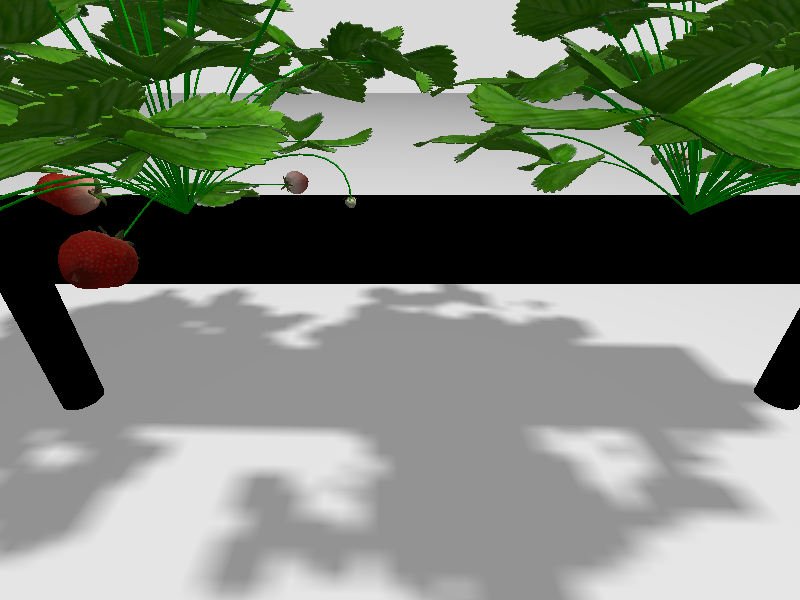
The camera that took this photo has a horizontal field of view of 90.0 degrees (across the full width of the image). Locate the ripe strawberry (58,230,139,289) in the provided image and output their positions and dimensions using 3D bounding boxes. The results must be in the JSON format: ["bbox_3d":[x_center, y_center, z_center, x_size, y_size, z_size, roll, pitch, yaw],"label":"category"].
[{"bbox_3d":[-0.168,-0.021,0.221,0.037,0.032,0.037,-4,30,-7],"label":"ripe strawberry"}]

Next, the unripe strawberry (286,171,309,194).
[{"bbox_3d":[-0.107,-0.123,0.419,0.024,0.023,0.022,-23,37,-37],"label":"unripe strawberry"}]

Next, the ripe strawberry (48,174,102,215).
[{"bbox_3d":[-0.283,-0.092,0.349,0.038,0.032,0.038,-1,29,0],"label":"ripe strawberry"}]

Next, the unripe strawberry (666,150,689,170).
[{"bbox_3d":[0.361,-0.181,0.519,0.027,0.024,0.025,14,22,24],"label":"unripe strawberry"}]

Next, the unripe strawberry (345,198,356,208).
[{"bbox_3d":[-0.044,-0.087,0.359,0.010,0.010,0.009,-1,29,-2],"label":"unripe strawberry"}]

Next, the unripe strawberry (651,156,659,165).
[{"bbox_3d":[0.330,-0.180,0.517,0.011,0.012,0.011,10,31,18],"label":"unripe strawberry"}]

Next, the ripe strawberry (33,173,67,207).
[{"bbox_3d":[-0.318,-0.101,0.369,0.031,0.030,0.034,4,29,9],"label":"ripe strawberry"}]
